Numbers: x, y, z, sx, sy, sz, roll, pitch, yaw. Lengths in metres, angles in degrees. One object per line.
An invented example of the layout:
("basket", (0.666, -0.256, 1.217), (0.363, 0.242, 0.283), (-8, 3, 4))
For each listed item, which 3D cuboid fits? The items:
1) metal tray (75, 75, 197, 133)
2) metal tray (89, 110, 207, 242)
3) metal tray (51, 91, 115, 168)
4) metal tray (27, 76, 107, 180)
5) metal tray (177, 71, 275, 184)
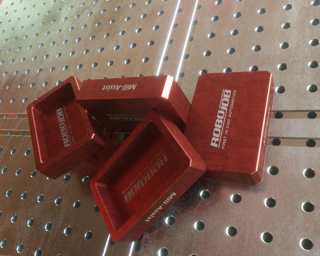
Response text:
("metal tray", (-0.029, -0.026, 0.395), (0.130, 0.090, 0.030), (2, 63, 28))
("metal tray", (-0.020, 0.055, 0.356), (0.130, 0.030, 0.090), (-48, 50, 16))
("metal tray", (-0.116, -0.007, 0.468), (0.090, 0.030, 0.130), (-1, 62, 27))
("metal tray", (-0.135, -0.004, 0.436), (0.090, 0.030, 0.130), (-32, 52, 6))
("metal tray", (0.079, -0.005, 0.365), (0.090, 0.030, 0.130), (3, 63, 29))
